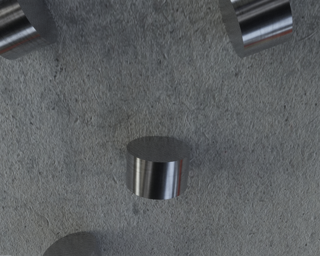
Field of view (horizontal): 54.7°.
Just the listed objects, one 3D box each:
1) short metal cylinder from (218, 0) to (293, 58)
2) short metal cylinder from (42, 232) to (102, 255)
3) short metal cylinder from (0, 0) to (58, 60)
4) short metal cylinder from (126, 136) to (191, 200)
[{"bbox_3d":[0.101,-0.123,0.336,0.050,0.080,0.080,-20,109,7],"label":"short metal cylinder"},{"bbox_3d":[-0.125,0.199,0.453,0.080,0.080,0.050,-13,110,4],"label":"short metal cylinder"},{"bbox_3d":[-0.156,-0.120,0.335,0.050,0.080,0.080,-21,109,7],"label":"short metal cylinder"},{"bbox_3d":[-0.003,0.048,0.398,0.081,0.080,0.050,3,110,-1],"label":"short metal cylinder"}]
